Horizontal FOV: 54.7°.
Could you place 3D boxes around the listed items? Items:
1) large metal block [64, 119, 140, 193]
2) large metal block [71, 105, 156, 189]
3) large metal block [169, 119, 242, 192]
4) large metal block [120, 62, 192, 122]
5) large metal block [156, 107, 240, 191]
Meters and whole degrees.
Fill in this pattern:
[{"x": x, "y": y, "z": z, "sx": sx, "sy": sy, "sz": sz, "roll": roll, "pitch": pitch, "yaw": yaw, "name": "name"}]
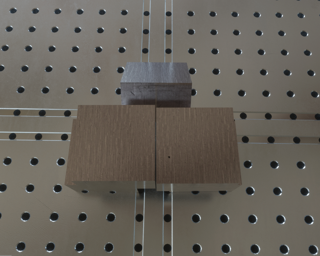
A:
[{"x": -0.066, "y": 0.036, "z": 0.385, "sx": 0.081, "sy": 0.050, "sz": 0.080, "roll": 1, "pitch": 70, "yaw": 0, "name": "large metal block"}, {"x": -0.045, "y": 0.022, "z": 0.334, "sx": 0.081, "sy": 0.050, "sz": 0.080, "roll": 0, "pitch": 70, "yaw": -1, "name": "large metal block"}, {"x": 0.051, "y": 0.036, "z": 0.385, "sx": 0.081, "sy": 0.050, "sz": 0.080, "roll": -1, "pitch": 70, "yaw": -1, "name": "large metal block"}, {"x": -0.004, "y": -0.048, "z": 0.394, "sx": 0.081, "sy": 0.050, "sz": 0.080, "roll": 0, "pitch": 28, "yaw": -1, "name": "large metal block"}, {"x": 0.036, "y": 0.024, "z": 0.335, "sx": 0.081, "sy": 0.050, "sz": 0.080, "roll": 0, "pitch": 70, "yaw": -1, "name": "large metal block"}]
